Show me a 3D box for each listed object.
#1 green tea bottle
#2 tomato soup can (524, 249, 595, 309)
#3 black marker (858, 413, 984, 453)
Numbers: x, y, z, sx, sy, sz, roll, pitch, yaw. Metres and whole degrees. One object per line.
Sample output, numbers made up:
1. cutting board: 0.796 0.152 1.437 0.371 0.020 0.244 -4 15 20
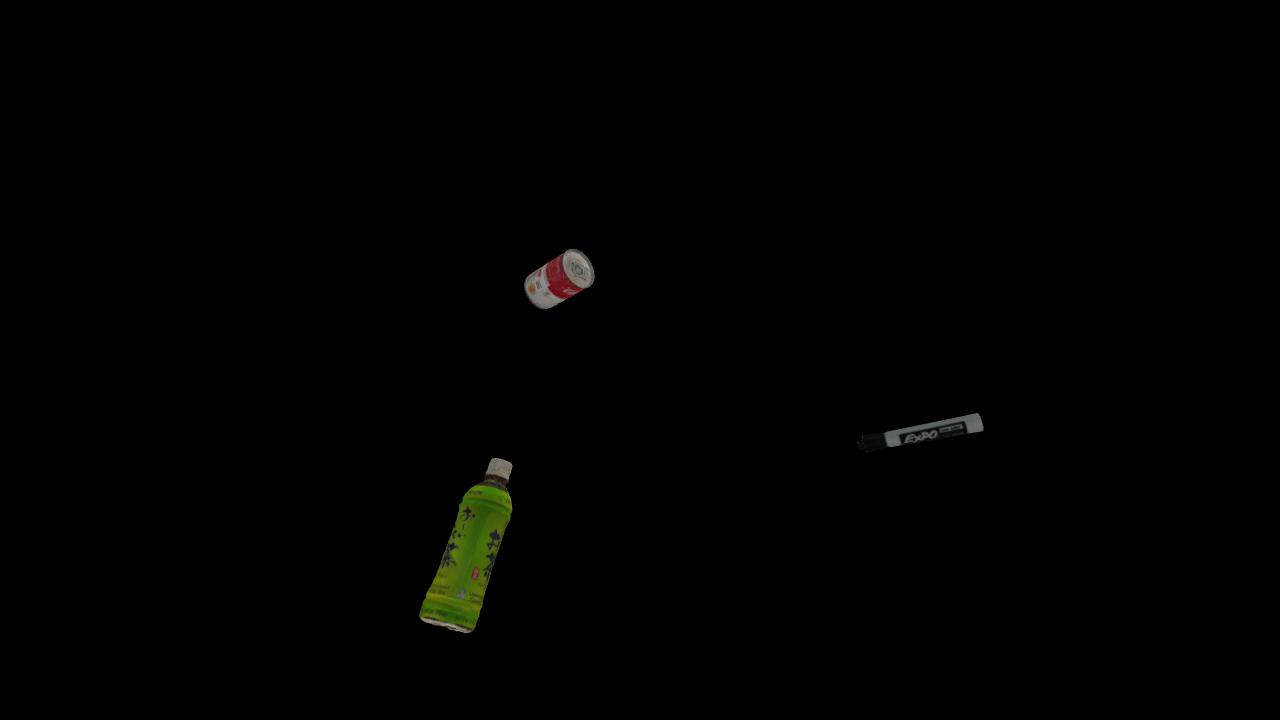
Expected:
1. green tea bottle: -0.210 0.228 0.782 0.073 0.212 0.073 9 -30 5
2. tomato soup can: -0.133 -0.129 0.999 0.101 0.068 0.068 -22 -14 38
3. black marker: 0.291 0.077 0.644 0.121 0.020 0.020 -15 -5 20
